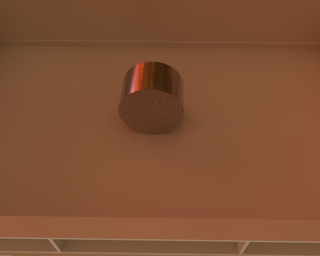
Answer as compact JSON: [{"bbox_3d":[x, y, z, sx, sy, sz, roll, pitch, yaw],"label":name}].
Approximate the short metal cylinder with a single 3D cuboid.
[{"bbox_3d":[-0.010,-0.038,0.397,0.080,0.080,0.050,1,50,1],"label":"short metal cylinder"}]
